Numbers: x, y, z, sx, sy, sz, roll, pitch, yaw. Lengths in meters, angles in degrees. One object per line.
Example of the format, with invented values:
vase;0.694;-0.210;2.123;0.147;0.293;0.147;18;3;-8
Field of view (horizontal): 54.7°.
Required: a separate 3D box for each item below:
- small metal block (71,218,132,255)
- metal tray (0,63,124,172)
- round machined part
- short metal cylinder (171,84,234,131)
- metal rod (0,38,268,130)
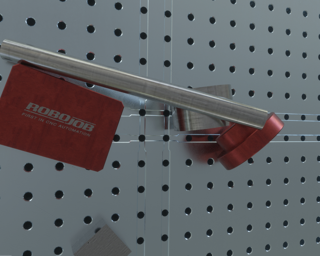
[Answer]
small metal block;-0.073;0.151;0.387;0.050;0.025;0.050;-41;104;-16
metal tray;-0.119;-0.009;0.366;0.131;0.030;0.090;20;83;-19
round machined part;0.115;0.010;0.421;0.098;0.098;0.042;-39;84;-16
short metal cylinder;0.055;-0.026;0.405;0.081;0.080;0.050;-9;93;-20
metal rod;-0.028;-0.049;0.351;0.302;0.025;0.025;15;85;0
